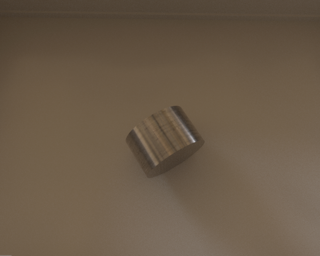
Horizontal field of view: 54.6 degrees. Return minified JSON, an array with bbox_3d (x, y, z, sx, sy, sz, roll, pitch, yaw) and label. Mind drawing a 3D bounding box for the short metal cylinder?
[{"bbox_3d":[0.006,0.017,0.374,0.080,0.080,0.050,-30,73,-10],"label":"short metal cylinder"}]
